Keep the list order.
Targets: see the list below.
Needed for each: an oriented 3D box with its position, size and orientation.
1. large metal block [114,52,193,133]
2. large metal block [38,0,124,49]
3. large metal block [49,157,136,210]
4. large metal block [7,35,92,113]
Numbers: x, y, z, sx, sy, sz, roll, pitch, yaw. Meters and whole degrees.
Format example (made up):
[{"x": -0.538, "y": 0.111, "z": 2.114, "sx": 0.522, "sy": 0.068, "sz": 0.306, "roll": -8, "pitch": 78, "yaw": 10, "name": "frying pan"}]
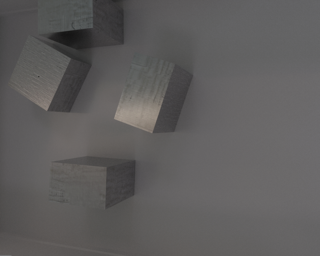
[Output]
[{"x": -0.005, "y": -0.040, "z": 0.383, "sx": 0.050, "sy": 0.080, "sz": 0.080, "roll": 20, "pitch": 97, "yaw": 19, "name": "large metal block"}, {"x": -0.104, "y": -0.144, "z": 0.418, "sx": 0.080, "sy": 0.080, "sz": 0.050, "roll": 0, "pitch": 90, "yaw": 20, "name": "large metal block"}, {"x": -0.087, "y": 0.069, "z": 0.412, "sx": 0.080, "sy": 0.080, "sz": 0.050, "roll": 2, "pitch": 91, "yaw": 20, "name": "large metal block"}, {"x": -0.161, "y": -0.078, "z": 0.454, "sx": 0.080, "sy": 0.050, "sz": 0.080, "roll": 31, "pitch": 100, "yaw": 17, "name": "large metal block"}]
